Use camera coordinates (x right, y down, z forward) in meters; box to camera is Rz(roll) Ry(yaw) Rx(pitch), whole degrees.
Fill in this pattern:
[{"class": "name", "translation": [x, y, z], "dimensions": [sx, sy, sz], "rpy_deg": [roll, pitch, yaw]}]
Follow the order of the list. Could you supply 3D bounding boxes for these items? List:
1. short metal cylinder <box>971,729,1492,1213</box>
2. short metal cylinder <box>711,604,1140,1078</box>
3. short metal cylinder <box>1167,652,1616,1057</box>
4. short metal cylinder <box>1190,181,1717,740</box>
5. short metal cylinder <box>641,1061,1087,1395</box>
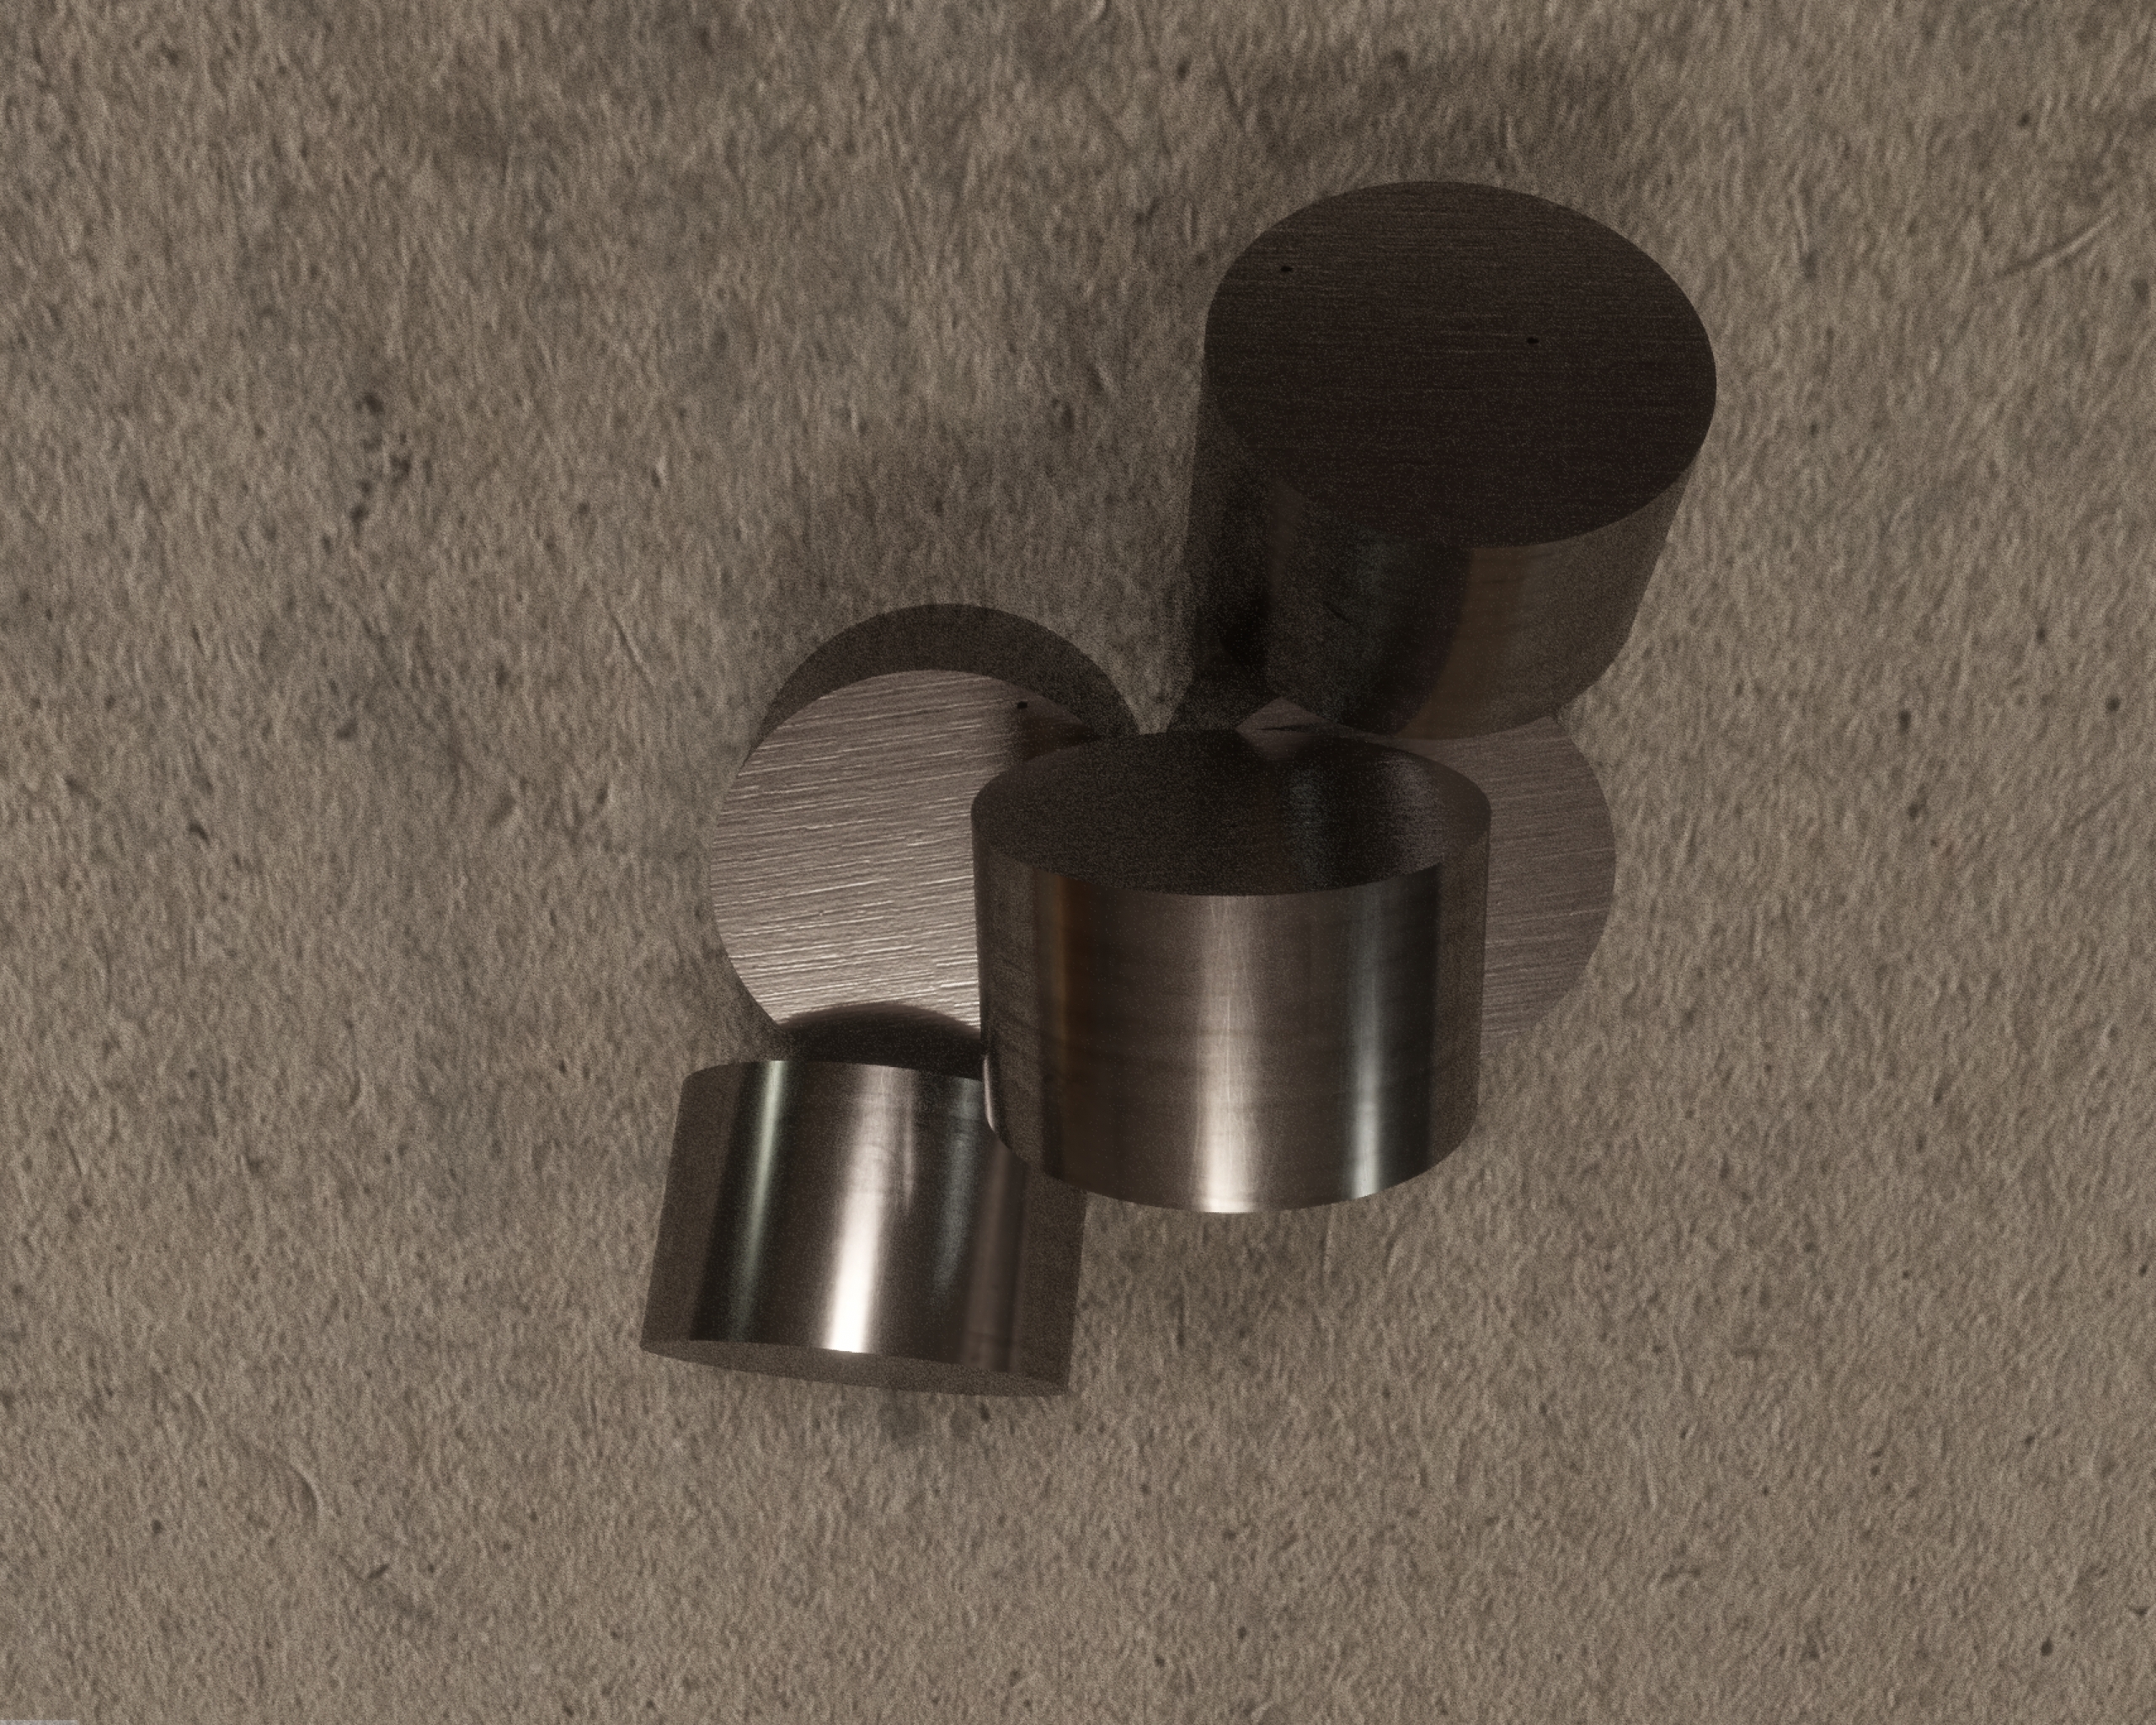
[{"class": "short metal cylinder", "translation": [0.024, 0.014, 0.334], "dimensions": [0.081, 0.080, 0.050], "rpy_deg": [-1, 110, 0]}, {"class": "short metal cylinder", "translation": [-0.025, -0.004, 0.395], "dimensions": [0.081, 0.050, 0.079], "rpy_deg": [0, 110, -1]}, {"class": "short metal cylinder", "translation": [0.056, -0.006, 0.396], "dimensions": [0.081, 0.050, 0.079], "rpy_deg": [0, 110, -1]}, {"class": "short metal cylinder", "translation": [0.060, -0.067, 0.350], "dimensions": [0.081, 0.080, 0.050], "rpy_deg": [1, 148, -1]}, {"class": "short metal cylinder", "translation": [-0.039, 0.072, 0.401], "dimensions": [0.081, 0.080, 0.050], "rpy_deg": [7, 71, -3]}]
